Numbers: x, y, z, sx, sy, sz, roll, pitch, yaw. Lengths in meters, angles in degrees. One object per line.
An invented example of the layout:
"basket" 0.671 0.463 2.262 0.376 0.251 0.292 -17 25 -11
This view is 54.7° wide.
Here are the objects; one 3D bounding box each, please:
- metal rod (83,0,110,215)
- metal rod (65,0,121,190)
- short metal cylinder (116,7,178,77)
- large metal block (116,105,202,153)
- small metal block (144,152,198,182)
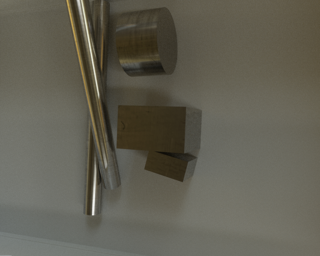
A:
"metal rod" -0.090 -0.028 0.440 0.025 0.025 0.298 3 91 19
"metal rod" -0.081 -0.056 0.374 0.025 0.025 0.298 3 116 19
"short metal cylinder" -0.014 -0.105 0.385 0.050 0.080 0.079 0 90 20
"large metal block" 0.002 0.000 0.380 0.080 0.080 0.050 3 91 19
"small metal block" 0.015 0.045 0.391 0.050 0.050 0.025 16 96 19
